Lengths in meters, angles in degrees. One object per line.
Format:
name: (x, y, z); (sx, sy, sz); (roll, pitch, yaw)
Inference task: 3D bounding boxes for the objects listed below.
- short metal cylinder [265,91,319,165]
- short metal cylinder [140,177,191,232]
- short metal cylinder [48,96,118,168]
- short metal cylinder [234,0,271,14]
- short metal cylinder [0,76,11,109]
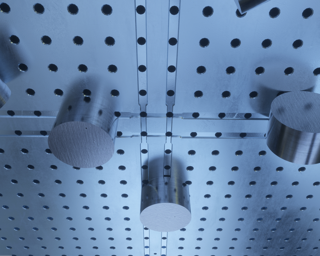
short metal cylinder: (0.173, -0.002, 0.376); (0.080, 0.080, 0.050); (-4, 130, 3)
short metal cylinder: (0.009, 0.124, 0.501); (0.081, 0.050, 0.079); (0, 130, 0)
short metal cylinder: (-0.096, 0.006, 0.400); (0.081, 0.050, 0.079); (0, 130, 0)
short metal cylinder: (0.076, -0.143, 0.254); (0.050, 0.080, 0.080); (-23, 127, 18)
short metal cylinder: (-0.216, -0.041, 0.338); (0.080, 0.080, 0.050); (-13, 129, 10)
